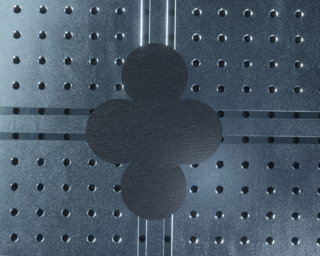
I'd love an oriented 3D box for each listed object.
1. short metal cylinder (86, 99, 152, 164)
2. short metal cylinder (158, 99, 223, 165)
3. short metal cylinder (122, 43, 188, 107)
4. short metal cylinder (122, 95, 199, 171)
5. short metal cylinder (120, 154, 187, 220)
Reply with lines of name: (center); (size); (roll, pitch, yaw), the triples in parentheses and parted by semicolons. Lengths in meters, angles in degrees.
short metal cylinder: (-0.050, 0.004, 0.400); (0.081, 0.050, 0.079); (0, 90, 0)
short metal cylinder: (0.036, 0.005, 0.400); (0.081, 0.050, 0.079); (0, 90, 0)
short metal cylinder: (-0.007, -0.064, 0.400); (0.081, 0.050, 0.079); (0, 90, -1)
short metal cylinder: (0.001, 0.005, 0.350); (0.081, 0.050, 0.079); (0, 90, 0)
short metal cylinder: (-0.008, 0.072, 0.400); (0.081, 0.050, 0.080); (0, 88, -1)
